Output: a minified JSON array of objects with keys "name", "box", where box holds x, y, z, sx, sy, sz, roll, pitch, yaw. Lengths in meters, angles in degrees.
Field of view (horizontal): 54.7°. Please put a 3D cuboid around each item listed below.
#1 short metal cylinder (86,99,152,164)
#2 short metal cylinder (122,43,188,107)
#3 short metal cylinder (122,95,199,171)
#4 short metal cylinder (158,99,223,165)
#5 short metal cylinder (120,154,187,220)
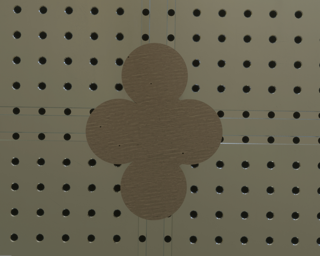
[{"name":"short metal cylinder","box":[-0.050,0.004,0.400,0.081,0.050,0.079,0,90,0]},{"name":"short metal cylinder","box":[-0.007,-0.064,0.400,0.081,0.050,0.079,0,90,-1]},{"name":"short metal cylinder","box":[0.001,0.005,0.350,0.081,0.050,0.079,0,90,0]},{"name":"short metal cylinder","box":[0.036,0.005,0.400,0.081,0.050,0.079,0,90,0]},{"name":"short metal cylinder","box":[-0.008,0.072,0.400,0.081,0.050,0.080,0,88,-1]}]
